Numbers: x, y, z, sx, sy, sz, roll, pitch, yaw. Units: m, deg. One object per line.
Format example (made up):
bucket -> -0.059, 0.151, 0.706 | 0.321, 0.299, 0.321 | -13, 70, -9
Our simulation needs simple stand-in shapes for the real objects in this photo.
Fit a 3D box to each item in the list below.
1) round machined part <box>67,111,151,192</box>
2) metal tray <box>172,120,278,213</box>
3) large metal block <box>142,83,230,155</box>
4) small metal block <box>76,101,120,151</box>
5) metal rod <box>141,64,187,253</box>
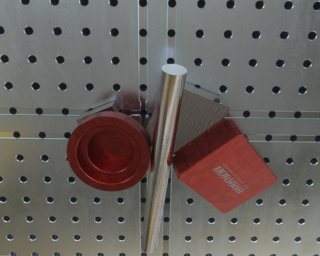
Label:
round machined part -> -0.059, 0.025, 0.380 | 0.099, 0.042, 0.097 | 1, 111, 2
metal tray -> 0.087, 0.056, 0.401 | 0.090, 0.030, 0.130 | -36, 131, 13
large metal block -> 0.029, -0.012, 0.392 | 0.080, 0.050, 0.079 | 22, 109, -8
small metal block -> -0.074, -0.001, 0.409 | 0.050, 0.025, 0.050 | -21, 109, 7
metal rod -> -0.001, 0.062, 0.390 | 0.025, 0.025, 0.298 | 6, 126, -2
